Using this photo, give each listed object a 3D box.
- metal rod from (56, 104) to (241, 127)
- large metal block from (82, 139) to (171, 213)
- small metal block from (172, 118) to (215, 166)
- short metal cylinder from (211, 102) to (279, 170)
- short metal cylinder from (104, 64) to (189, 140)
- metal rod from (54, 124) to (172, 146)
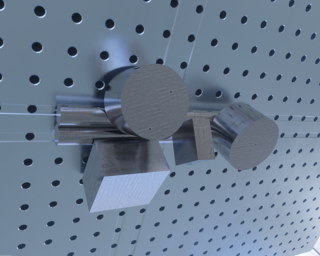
[{"bbox_3d":[0.022,-0.013,0.411,0.303,0.025,0.025,0,118,-29],"label":"metal rod"},{"bbox_3d":[-0.045,0.058,0.384,0.081,0.050,0.079,-1,139,-28],"label":"large metal block"},{"bbox_3d":[0.040,0.019,0.388,0.025,0.050,0.050,1,76,-29],"label":"small metal block"},{"bbox_3d":[0.114,0.011,0.428,0.081,0.050,0.079,-14,124,-21],"label":"short metal cylinder"},{"bbox_3d":[-0.015,-0.029,0.346,0.081,0.050,0.079,-3,96,-29],"label":"short metal cylinder"},{"bbox_3d":[0.016,0.009,0.421,0.303,0.025,0.025,0,118,-29],"label":"metal rod"}]
